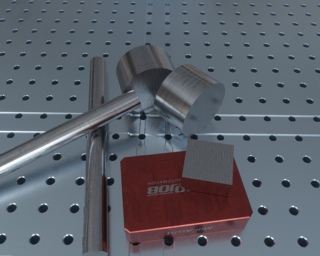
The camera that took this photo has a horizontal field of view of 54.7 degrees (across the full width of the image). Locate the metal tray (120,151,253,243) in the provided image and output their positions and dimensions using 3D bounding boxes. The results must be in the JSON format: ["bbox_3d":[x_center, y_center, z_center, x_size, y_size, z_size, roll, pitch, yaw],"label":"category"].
[{"bbox_3d":[0.025,0.071,0.345,0.131,0.030,0.090,-6,50,-5],"label":"metal tray"}]

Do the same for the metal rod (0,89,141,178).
[{"bbox_3d":[-0.159,0.031,0.358,0.302,0.025,0.025,-28,56,-15],"label":"metal rod"}]

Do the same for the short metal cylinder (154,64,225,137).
[{"bbox_3d":[0.039,-0.036,0.403,0.080,0.080,0.050,-36,59,-27],"label":"short metal cylinder"}]

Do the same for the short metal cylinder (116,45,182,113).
[{"bbox_3d":[-0.016,-0.066,0.428,0.081,0.080,0.050,-12,51,-10],"label":"short metal cylinder"}]

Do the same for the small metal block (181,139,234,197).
[{"bbox_3d":[0.051,0.042,0.333,0.050,0.025,0.050,8,50,6],"label":"small metal block"}]

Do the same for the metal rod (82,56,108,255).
[{"bbox_3d":[-0.081,0.010,0.397,0.025,0.025,0.300,-5,50,-5],"label":"metal rod"}]
